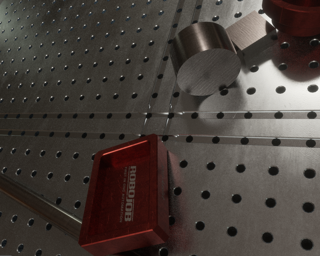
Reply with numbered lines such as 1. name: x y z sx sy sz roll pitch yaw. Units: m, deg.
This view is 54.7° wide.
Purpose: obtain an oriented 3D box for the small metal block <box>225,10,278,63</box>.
1. small metal block: 0.122 -0.125 0.420 0.050 0.025 0.050 -32 52 7

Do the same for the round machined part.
1. round machined part: 0.177 -0.150 0.383 0.099 0.042 0.098 -3 49 4

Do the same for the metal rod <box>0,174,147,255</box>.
1. metal rod: -0.131 0.117 0.403 0.300 0.025 0.025 15 70 33

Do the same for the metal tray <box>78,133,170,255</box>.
1. metal tray: -0.038 0.073 0.359 0.090 0.030 0.130 -18 41 16

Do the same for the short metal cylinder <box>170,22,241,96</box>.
1. short metal cylinder: 0.056 -0.086 0.396 0.080 0.080 0.050 -22 54 15
